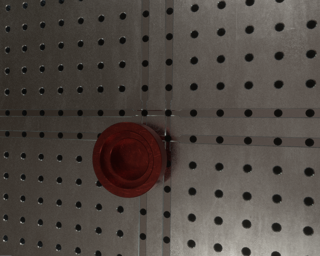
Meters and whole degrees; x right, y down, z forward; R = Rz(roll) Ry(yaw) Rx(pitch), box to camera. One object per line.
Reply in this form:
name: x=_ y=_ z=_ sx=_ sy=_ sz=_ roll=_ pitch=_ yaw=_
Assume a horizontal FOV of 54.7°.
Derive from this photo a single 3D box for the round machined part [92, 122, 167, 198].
round machined part: x=-0.037 y=0.041 z=0.416 sx=0.098 sy=0.042 sz=0.097 roll=0 pitch=90 yaw=19
